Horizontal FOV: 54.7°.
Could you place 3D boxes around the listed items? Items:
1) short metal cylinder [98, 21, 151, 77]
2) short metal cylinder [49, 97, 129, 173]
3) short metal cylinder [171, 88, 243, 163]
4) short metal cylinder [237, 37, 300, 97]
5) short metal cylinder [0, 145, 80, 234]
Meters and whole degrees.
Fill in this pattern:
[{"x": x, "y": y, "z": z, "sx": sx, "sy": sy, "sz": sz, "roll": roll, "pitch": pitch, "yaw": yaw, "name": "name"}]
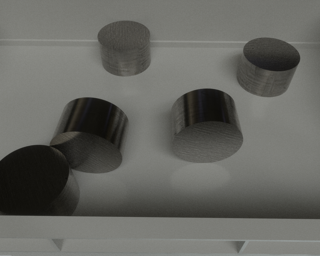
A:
[{"x": -0.055, "y": -0.128, "z": 0.496, "sx": 0.081, "sy": 0.050, "sz": 0.080, "roll": 0, "pitch": 50, "yaw": 0, "name": "short metal cylinder"}, {"x": -0.080, "y": 0.010, "z": 0.360, "sx": 0.080, "sy": 0.080, "sz": 0.050, "roll": 4, "pitch": 50, "yaw": 3, "name": "short metal cylinder"}, {"x": 0.054, "y": -0.001, "z": 0.370, "sx": 0.081, "sy": 0.080, "sz": 0.050, "roll": -1, "pitch": 50, "yaw": -1, "name": "short metal cylinder"}, {"x": 0.161, "y": -0.092, "z": 0.467, "sx": 0.080, "sy": 0.050, "sz": 0.080, "roll": 0, "pitch": 50, "yaw": 0, "name": "short metal cylinder"}, {"x": -0.132, "y": 0.065, "z": 0.332, "sx": 0.080, "sy": 0.050, "sz": 0.080, "roll": 0, "pitch": 51, "yaw": 0, "name": "short metal cylinder"}]
